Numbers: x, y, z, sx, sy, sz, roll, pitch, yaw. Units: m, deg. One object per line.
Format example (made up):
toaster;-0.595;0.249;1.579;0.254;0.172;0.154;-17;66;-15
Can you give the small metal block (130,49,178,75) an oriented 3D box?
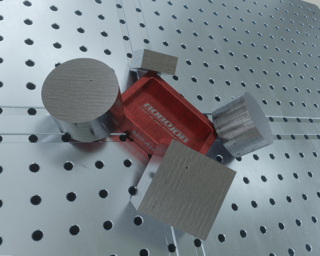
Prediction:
small metal block;-0.010;-0.093;0.440;0.050;0.050;0.025;8;96;-24

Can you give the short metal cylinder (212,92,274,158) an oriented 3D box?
short metal cylinder;0.117;-0.004;0.438;0.080;0.050;0.080;38;37;-35

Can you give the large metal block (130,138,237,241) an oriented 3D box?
large metal block;0.024;0.065;0.343;0.080;0.050;0.080;28;83;-11

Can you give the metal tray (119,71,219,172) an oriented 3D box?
metal tray;0.007;-0.007;0.412;0.130;0.030;0.090;41;51;0

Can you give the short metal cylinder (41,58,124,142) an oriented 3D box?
short metal cylinder;-0.083;-0.031;0.347;0.081;0.050;0.080;0;65;0
